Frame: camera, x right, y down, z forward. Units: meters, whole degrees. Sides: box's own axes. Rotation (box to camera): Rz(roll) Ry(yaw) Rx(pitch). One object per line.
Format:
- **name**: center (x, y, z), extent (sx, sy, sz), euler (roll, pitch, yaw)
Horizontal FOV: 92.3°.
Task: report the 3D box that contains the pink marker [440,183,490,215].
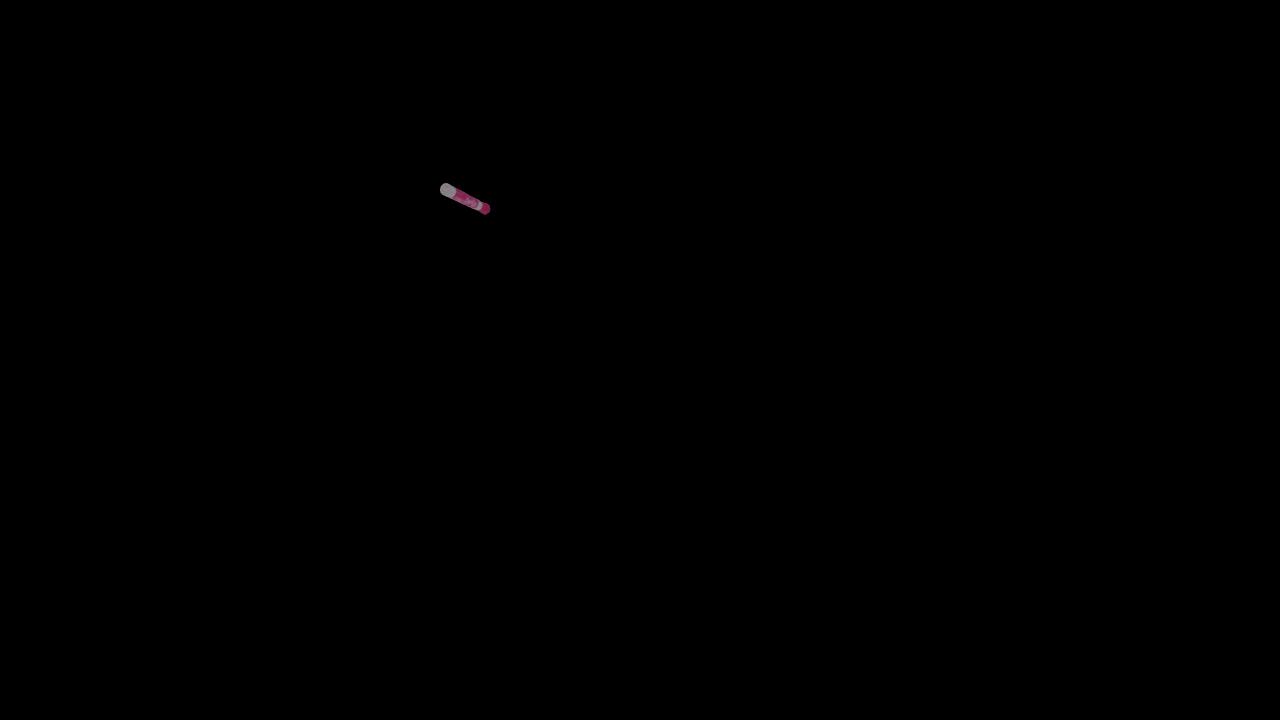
- **pink marker**: center (-0.274, -0.254, 0.978), extent (0.020, 0.020, 0.121), euler (0, -2, 17)
